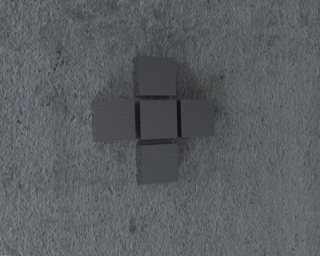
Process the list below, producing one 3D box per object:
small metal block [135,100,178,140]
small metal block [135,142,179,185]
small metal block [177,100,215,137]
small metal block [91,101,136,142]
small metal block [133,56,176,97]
[{"bbox_3d":[-0.006,-0.011,0.409,0.050,0.025,0.050,-2,91,-20],"label":"small metal block"},{"bbox_3d":[-0.004,0.046,0.410,0.050,0.025,0.050,-2,91,-20],"label":"small metal block"},{"bbox_3d":[0.047,-0.013,0.429,0.050,0.025,0.050,-2,91,-20],"label":"small metal block"},{"bbox_3d":[-0.059,-0.009,0.389,0.050,0.025,0.050,-2,91,-20],"label":"small metal block"},{"bbox_3d":[-0.007,-0.067,0.408,0.050,0.025,0.050,-2,91,-20],"label":"small metal block"}]
